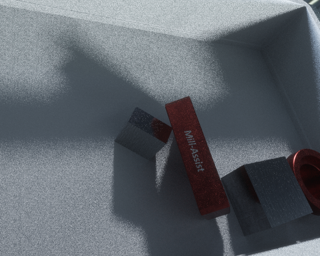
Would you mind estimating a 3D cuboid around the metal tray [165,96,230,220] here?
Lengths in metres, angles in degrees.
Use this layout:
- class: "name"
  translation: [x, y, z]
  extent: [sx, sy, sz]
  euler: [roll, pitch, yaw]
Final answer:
- class: "metal tray"
  translation: [0.046, 0.038, 0.367]
  extent: [0.030, 0.090, 0.130]
  euler: [-20, 67, 5]

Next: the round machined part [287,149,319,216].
- class: "round machined part"
  translation: [0.225, 0.084, 0.467]
  extent: [0.099, 0.042, 0.098]
  euler: [14, 56, -21]

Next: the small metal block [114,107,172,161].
- class: "small metal block"
  translation: [-0.021, 0.008, 0.375]
  extent: [0.050, 0.050, 0.025]
  euler: [30, 52, -9]

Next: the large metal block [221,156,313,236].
- class: "large metal block"
  translation: [0.141, 0.089, 0.413]
  extent: [0.081, 0.050, 0.080]
  euler: [-6, 65, -31]
